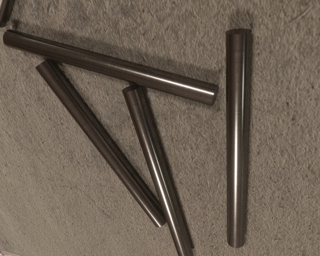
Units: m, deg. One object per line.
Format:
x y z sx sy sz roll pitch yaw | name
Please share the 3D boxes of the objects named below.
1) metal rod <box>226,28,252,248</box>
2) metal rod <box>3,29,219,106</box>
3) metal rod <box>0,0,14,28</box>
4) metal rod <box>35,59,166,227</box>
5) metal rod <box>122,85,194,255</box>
0.094 0.034 0.377 0.025 0.025 0.298 7 122 24 | metal rod
-0.074 -0.081 0.393 0.301 0.025 0.025 18 126 17 | metal rod
-0.146 -0.232 0.337 0.025 0.025 0.298 43 129 -2 | metal rod
-0.080 0.030 0.465 0.025 0.025 0.299 -26 105 37 | metal rod
0.004 0.080 0.452 0.025 0.025 0.298 -3 117 29 | metal rod
